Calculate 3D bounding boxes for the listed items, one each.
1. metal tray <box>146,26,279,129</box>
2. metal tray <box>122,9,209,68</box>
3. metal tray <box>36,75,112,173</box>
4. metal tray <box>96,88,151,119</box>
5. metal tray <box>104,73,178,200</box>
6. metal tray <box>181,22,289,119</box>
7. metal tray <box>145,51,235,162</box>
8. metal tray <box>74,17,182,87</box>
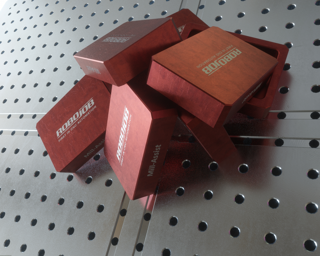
[{"bbox_3d":[0.060,-0.061,0.331,0.090,0.030,0.131,35,45,18],"label":"metal tray"},{"bbox_3d":[0.007,-0.117,0.450,0.131,0.030,0.090,-28,53,-8],"label":"metal tray"},{"bbox_3d":[-0.110,-0.009,0.440,0.130,0.030,0.090,-41,66,15],"label":"metal tray"},{"bbox_3d":[-0.067,-0.051,0.472,0.130,0.030,0.090,-43,51,-2],"label":"metal tray"},{"bbox_3d":[-0.029,0.008,0.360,0.030,0.129,0.090,-11,44,-31],"label":"metal tray"},{"bbox_3d":[0.079,-0.073,0.381,0.130,0.030,0.090,19,70,14],"label":"metal tray"},{"bbox_3d":[0.028,-0.028,0.370,0.030,0.090,0.130,-39,50,3],"label":"metal tray"},{"bbox_3d":[-0.044,-0.095,0.374,0.090,0.030,0.130,-38,29,-15],"label":"metal tray"}]
